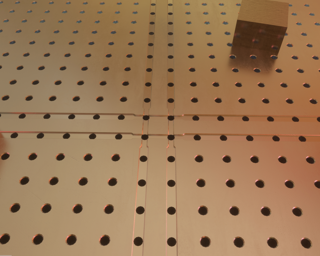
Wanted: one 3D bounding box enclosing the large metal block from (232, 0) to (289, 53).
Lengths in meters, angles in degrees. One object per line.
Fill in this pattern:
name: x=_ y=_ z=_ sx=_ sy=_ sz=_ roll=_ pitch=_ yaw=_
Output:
large metal block: x=0.177 y=-0.183 z=0.546 sx=0.080 sy=0.050 sz=0.080 roll=13 pitch=51 yaw=10
